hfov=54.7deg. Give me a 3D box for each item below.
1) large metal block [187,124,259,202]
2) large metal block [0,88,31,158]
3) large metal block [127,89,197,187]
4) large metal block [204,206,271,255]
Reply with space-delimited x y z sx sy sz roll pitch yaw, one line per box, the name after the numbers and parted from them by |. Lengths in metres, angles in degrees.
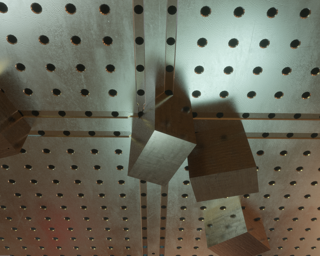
0.081 0.046 0.416 0.080 0.080 0.050 -11 129 9 | large metal block
-0.227 -0.003 0.389 0.080 0.050 0.080 -14 129 11 | large metal block
0.000 0.012 0.386 0.050 0.080 0.079 19 127 -16 | large metal block
0.140 0.198 0.566 0.080 0.050 0.080 -34 123 25 | large metal block
